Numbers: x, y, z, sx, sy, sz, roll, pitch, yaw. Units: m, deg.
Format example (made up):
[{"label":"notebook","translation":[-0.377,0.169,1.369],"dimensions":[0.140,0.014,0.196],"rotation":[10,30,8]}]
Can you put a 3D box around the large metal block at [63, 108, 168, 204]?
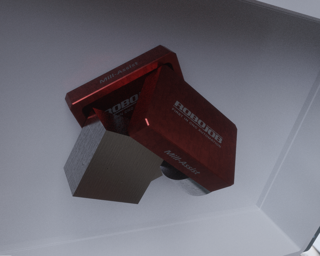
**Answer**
[{"label":"large metal block","translation":[-0.049,0.033,0.344],"dimensions":[0.081,0.050,0.080],"rotation":[18,109,-36]}]

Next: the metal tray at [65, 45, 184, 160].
[{"label":"metal tray","translation":[-0.032,-0.029,0.369],"dimensions":[0.131,0.030,0.090],"rotation":[-30,129,-10]}]

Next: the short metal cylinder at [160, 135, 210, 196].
[{"label":"short metal cylinder","translation":[0.047,0.047,0.428],"dimensions":[0.080,0.080,0.050],"rotation":[-43,130,1]}]

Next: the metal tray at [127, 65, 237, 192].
[{"label":"metal tray","translation":[0.033,0.002,0.347],"dimensions":[0.130,0.090,0.030],"rotation":[37,136,-25]}]

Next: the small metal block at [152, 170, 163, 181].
[{"label":"small metal block","translation":[-0.029,0.052,0.425],"dimensions":[0.050,0.025,0.050],"rotation":[-26,128,-13]}]
